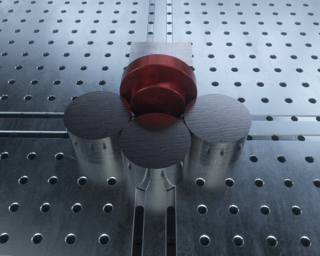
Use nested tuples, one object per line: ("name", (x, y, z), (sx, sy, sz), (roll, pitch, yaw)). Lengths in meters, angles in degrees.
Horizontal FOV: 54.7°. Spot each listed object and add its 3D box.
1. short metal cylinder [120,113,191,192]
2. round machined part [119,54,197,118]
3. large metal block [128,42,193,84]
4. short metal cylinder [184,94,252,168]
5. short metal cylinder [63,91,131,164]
("short metal cylinder", (-0.005, 0.028, 0.368), (0.081, 0.050, 0.080), (0, 50, 0))
("round machined part", (-0.002, -0.041, 0.392), (0.099, 0.097, 0.042), (1, 50, 1))
("large metal block", (0.001, -0.071, 0.431), (0.081, 0.080, 0.050), (1, 50, 0))
("short metal cylinder", (0.069, 0.003, 0.390), (0.081, 0.050, 0.080), (0, 50, 0))
("short metal cylinder", (-0.075, -0.002, 0.392), (0.081, 0.050, 0.080), (0, 50, 0))
